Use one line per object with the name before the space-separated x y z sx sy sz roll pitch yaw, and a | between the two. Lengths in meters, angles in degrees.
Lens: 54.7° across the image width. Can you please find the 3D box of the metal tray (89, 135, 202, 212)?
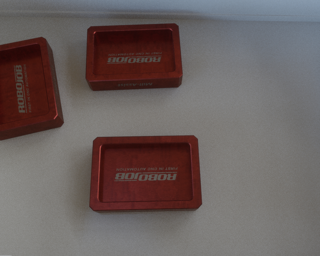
metal tray | -0.017 0.057 0.385 0.131 0.030 0.090 -1 70 -1

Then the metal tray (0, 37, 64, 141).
metal tray | -0.190 -0.056 0.425 0.091 0.030 0.130 -13 71 -5

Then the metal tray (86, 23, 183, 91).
metal tray | -0.037 -0.102 0.443 0.131 0.030 0.090 -3 70 -2
